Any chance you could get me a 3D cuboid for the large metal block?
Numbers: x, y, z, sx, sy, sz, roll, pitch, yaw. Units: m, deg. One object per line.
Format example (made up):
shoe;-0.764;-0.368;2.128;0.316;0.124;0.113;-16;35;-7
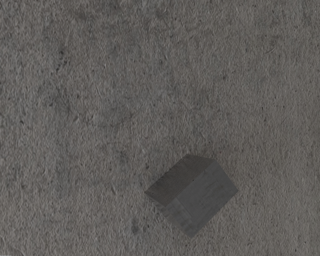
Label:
large metal block;0.037;0.081;0.393;0.080;0.080;0.050;-40;103;-15
